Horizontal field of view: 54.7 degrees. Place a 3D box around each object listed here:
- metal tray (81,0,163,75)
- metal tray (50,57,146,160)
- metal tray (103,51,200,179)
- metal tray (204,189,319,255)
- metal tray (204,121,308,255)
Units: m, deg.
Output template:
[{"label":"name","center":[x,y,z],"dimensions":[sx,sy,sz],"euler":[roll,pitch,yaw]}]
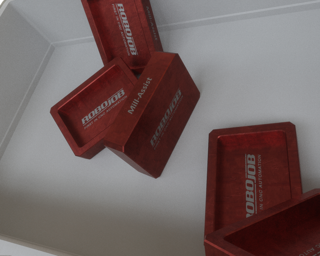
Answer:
[{"label":"metal tray","center":[-0.052,-0.143,0.456],"dimensions":[0.090,0.129,0.030],"euler":[-6,25,24]},{"label":"metal tray","center":[-0.081,-0.028,0.442],"dimensions":[0.130,0.030,0.090],"euler":[-37,70,3]},{"label":"metal tray","center":[-0.003,-0.015,0.373],"dimensions":[0.030,0.090,0.130],"euler":[16,70,34]},{"label":"metal tray","center":[0.107,0.078,0.202],"dimensions":[0.090,0.131,0.030],"euler":[4,102,60]},{"label":"metal tray","center":[0.095,0.061,0.314],"dimensions":[0.090,0.030,0.130],"euler":[-7,59,24]}]
